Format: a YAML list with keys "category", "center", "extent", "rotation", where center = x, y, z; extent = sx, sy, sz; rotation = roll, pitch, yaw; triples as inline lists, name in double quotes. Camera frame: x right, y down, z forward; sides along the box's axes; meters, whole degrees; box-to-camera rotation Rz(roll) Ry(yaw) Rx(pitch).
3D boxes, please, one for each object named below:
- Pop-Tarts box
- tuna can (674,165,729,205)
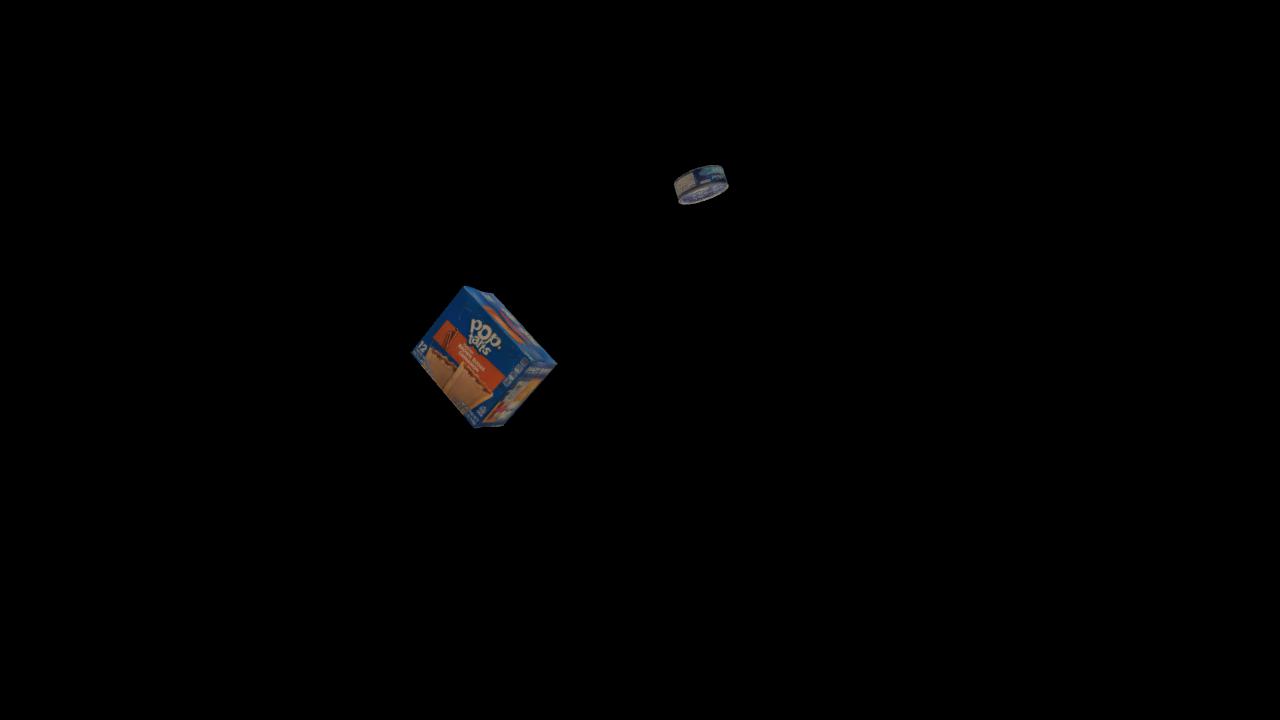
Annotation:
- category: "Pop-Tarts box"
  center: [-0.241, -0.003, 0.947]
  extent: [0.167, 0.141, 0.083]
  rotation: [46, 12, 15]
- category: "tuna can"
  center: [0.098, -0.280, 0.985]
  extent: [0.084, 0.034, 0.084]
  rotation: [-16, -1, 0]
